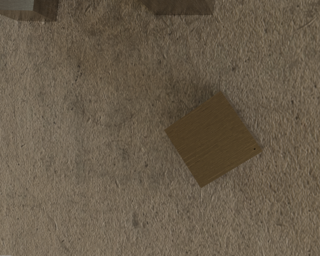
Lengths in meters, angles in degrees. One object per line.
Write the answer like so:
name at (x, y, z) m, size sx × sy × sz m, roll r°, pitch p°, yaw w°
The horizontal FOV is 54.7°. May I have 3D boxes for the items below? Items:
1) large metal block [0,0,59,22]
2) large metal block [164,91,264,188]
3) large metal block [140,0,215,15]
large metal block at (-0.201, -0.209, 0.467) m, size 0.080 × 0.050 × 0.079 m, roll 8°, pitch 93°, yaw 19°
large metal block at (0.066, 0.013, 0.372) m, size 0.080 × 0.050 × 0.080 m, roll -35°, pitch 79°, yaw 16°
large metal block at (0.020, -0.174, 0.373) m, size 0.080 × 0.080 × 0.050 m, roll 7°, pitch 93°, yaw 20°
